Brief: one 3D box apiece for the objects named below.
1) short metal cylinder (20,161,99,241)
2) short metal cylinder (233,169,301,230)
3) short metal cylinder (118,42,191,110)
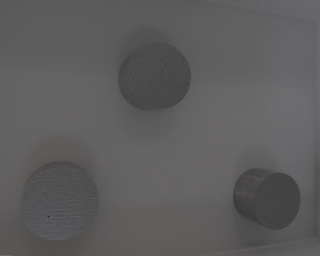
[{"bbox_3d":[-0.114,0.080,0.355,0.081,0.050,0.080,0,90,-20],"label":"short metal cylinder"},{"bbox_3d":[0.156,0.102,0.455,0.081,0.050,0.080,0,90,-20],"label":"short metal cylinder"},{"bbox_3d":[-0.008,-0.063,0.394,0.081,0.050,0.080,0,90,-20],"label":"short metal cylinder"}]
